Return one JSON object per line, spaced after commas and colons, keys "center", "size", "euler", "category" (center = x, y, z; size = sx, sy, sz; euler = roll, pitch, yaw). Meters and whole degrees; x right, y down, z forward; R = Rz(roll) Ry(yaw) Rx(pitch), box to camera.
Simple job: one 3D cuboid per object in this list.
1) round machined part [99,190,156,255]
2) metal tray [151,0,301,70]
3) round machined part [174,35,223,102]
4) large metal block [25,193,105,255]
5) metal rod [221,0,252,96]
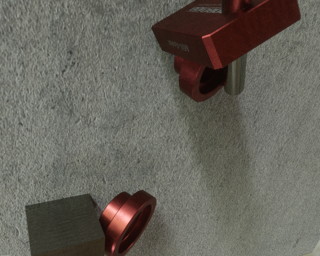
{"center": [-0.050, 0.128, 0.428], "size": [0.098, 0.042, 0.098], "euler": [-50, 158, -28], "category": "round machined part"}
{"center": [0.055, -0.103, 0.303], "size": [0.090, 0.130, 0.030], "euler": [-32, 119, -7], "category": "metal tray"}
{"center": [0.054, -0.082, 0.358], "size": [0.098, 0.042, 0.098], "euler": [-40, 155, -23], "category": "round machined part"}
{"center": [-0.120, 0.135, 0.389], "size": [0.081, 0.080, 0.050], "euler": [-7, 121, -25], "category": "large metal block"}
{"center": [0.063, -0.106, 0.254], "size": [0.025, 0.025, 0.300], "euler": [-37, 156, -3], "category": "metal rod"}
